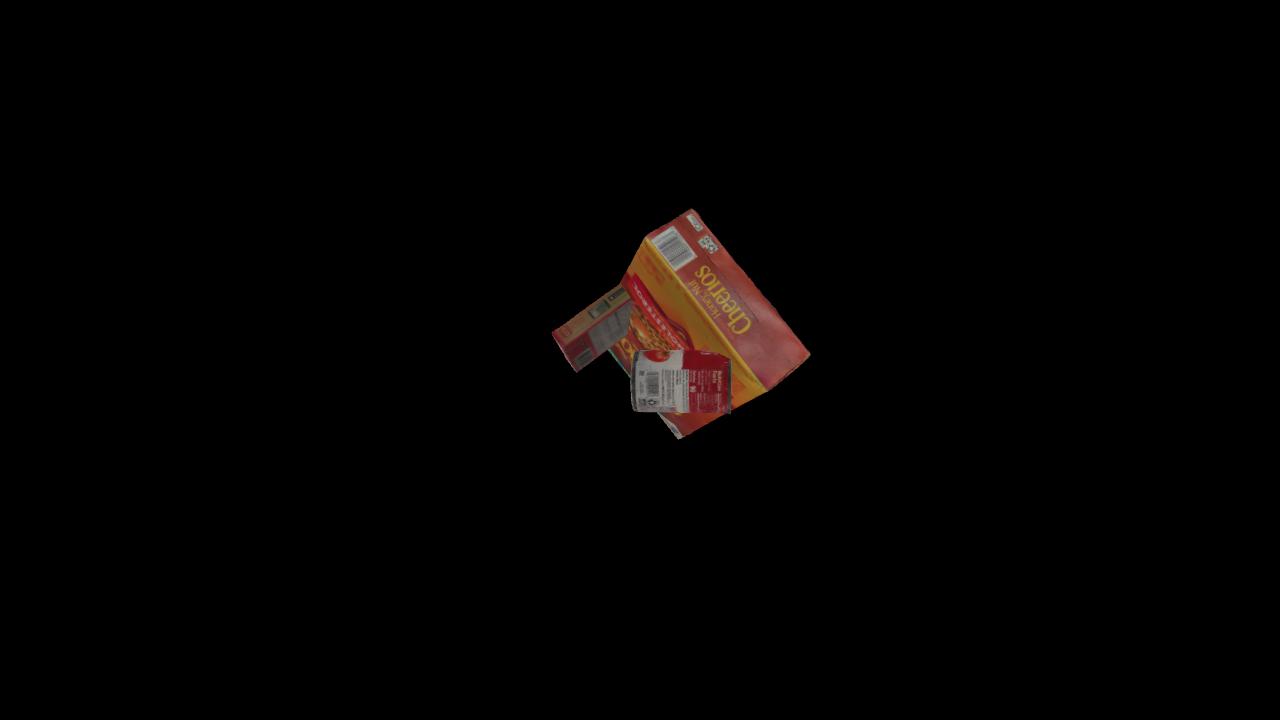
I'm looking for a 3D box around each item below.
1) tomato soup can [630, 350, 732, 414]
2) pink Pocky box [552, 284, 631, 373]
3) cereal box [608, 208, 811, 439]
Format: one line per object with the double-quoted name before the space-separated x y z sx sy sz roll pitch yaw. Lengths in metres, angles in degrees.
"tomato soup can" 0.044 0.023 0.642 0.101 0.068 0.068 0 0 7
"pink Pocky box" -0.031 -0.053 0.755 0.155 0.029 0.084 -37 -20 -8
"cereal box" 0.053 -0.022 0.761 0.081 0.203 0.306 -36 -4 -22
